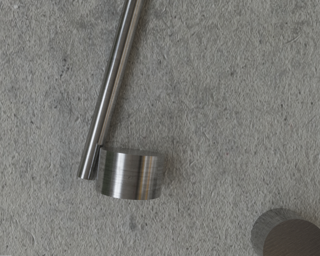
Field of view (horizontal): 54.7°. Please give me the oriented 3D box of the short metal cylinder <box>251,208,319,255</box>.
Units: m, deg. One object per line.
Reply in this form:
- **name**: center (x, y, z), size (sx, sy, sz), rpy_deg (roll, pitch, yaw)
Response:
- **short metal cylinder**: center (0.165, 0.150, 0.399), size (0.081, 0.050, 0.080), rpy_deg (0, 90, 0)

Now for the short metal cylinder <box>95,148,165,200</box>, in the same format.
- **short metal cylinder**: center (-0.036, 0.054, 0.382), size (0.080, 0.080, 0.050), rpy_deg (7, 90, 0)

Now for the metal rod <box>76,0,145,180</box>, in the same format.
- **metal rod**: center (-0.058, -0.079, 0.409), size (0.025, 0.025, 0.298), rpy_deg (15, 90, 0)
